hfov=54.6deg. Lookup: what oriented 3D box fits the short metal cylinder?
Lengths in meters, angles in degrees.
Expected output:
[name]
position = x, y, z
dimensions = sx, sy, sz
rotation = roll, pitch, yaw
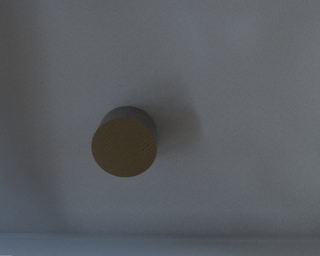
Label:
[short metal cylinder]
position = -0.044, 0.017, 0.404
dimensions = 0.080, 0.050, 0.079
rotation = 0, 110, 0
